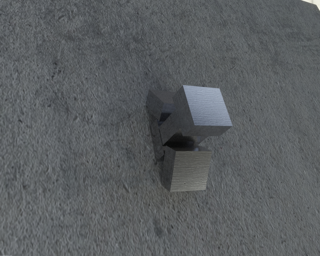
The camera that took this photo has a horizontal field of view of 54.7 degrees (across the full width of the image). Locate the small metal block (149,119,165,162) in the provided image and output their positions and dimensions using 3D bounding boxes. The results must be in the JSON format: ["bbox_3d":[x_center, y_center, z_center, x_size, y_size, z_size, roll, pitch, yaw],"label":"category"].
[{"bbox_3d":[0.018,0.017,0.407,0.050,0.025,0.050,2,61,-27],"label":"small metal block"}]

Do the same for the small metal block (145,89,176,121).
[{"bbox_3d":[0.015,-0.030,0.417,0.050,0.025,0.050,2,25,-27],"label":"small metal block"}]

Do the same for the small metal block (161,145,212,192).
[{"bbox_3d":[0.032,0.049,0.378,0.050,0.025,0.050,2,101,-28],"label":"small metal block"}]

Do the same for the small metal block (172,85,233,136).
[{"bbox_3d":[0.047,-0.019,0.347,0.050,0.025,0.050,1,61,-28],"label":"small metal block"}]

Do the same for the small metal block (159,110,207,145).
[{"bbox_3d":[0.034,-0.001,0.377,0.050,0.050,0.025,2,61,-28],"label":"small metal block"}]
